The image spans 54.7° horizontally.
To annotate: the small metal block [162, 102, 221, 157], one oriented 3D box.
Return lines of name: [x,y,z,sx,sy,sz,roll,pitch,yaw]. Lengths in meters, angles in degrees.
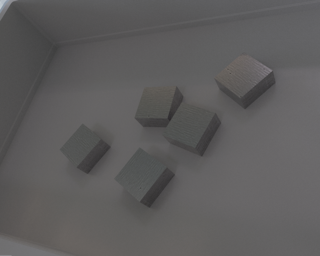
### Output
small metal block: [0.039,0.001,0.385,0.050,0.025,0.050,22,73,36]

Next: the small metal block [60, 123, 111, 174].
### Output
small metal block: [-0.108,0.029,0.445,0.050,0.025,0.050,34,80,38]

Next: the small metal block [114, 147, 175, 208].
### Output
small metal block: [-0.019,0.060,0.379,0.050,0.025,0.050,32,79,38]

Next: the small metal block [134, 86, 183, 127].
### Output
small metal block: [-0.001,-0.029,0.424,0.050,0.025,0.050,2,62,29]

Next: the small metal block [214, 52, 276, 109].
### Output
small metal block: [0.105,-0.060,0.387,0.050,0.025,0.050,-41,51,0]
